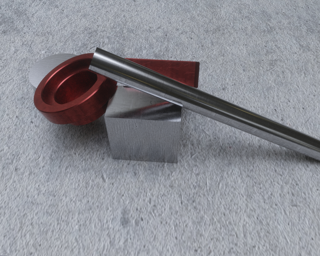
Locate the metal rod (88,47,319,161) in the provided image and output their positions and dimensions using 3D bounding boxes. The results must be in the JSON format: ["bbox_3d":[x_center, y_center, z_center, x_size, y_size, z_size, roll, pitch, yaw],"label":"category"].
[{"bbox_3d":[0.070,-0.018,0.345,0.302,0.025,0.025,20,49,-15],"label":"metal rod"}]

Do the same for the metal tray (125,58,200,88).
[{"bbox_3d":[0.003,-0.074,0.414,0.091,0.030,0.130,4,11,3],"label":"metal tray"}]

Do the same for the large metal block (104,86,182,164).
[{"bbox_3d":[-0.017,-0.003,0.370,0.080,0.080,0.050,4,50,2],"label":"large metal block"}]

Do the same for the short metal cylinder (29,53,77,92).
[{"bbox_3d":[-0.136,-0.061,0.438,0.081,0.050,0.080,0,50,0],"label":"short metal cylinder"}]

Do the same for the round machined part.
[{"bbox_3d":[-0.095,-0.042,0.370,0.098,0.042,0.098,-13,47,15],"label":"round machined part"}]
